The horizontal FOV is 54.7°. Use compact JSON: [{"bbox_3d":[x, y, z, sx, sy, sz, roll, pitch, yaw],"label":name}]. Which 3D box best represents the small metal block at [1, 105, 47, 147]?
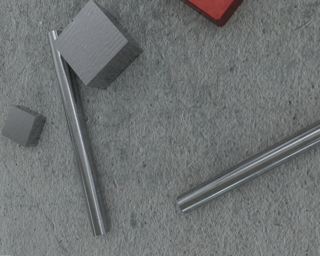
[{"bbox_3d":[-0.212,-0.003,0.482,0.050,0.025,0.050,24,98,18],"label":"small metal block"}]

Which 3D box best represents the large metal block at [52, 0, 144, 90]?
[{"bbox_3d":[-0.084,-0.111,0.424,0.080,0.050,0.080,-43,77,14],"label":"large metal block"}]

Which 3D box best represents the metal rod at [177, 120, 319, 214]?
[{"bbox_3d":[0.151,0.022,0.355,0.300,0.025,0.025,-32,80,16],"label":"metal rod"}]

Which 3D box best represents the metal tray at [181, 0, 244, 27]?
[{"bbox_3d":[0.053,-0.201,0.387,0.130,0.030,0.090,41,102,15],"label":"metal tray"}]

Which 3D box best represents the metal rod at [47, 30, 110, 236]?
[{"bbox_3d":[-0.119,0.004,0.449,0.025,0.025,0.298,-16,85,19],"label":"metal rod"}]
